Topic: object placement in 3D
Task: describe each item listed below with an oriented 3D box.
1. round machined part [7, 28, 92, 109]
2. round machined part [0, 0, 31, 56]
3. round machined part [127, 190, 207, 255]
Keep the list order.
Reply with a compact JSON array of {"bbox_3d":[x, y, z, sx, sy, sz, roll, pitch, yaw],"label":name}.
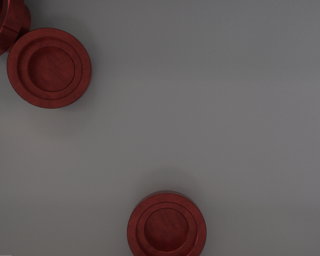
[{"bbox_3d":[-0.137,-0.074,0.396,0.099,0.042,0.097,-1,95,-10],"label":"round machined part"},{"bbox_3d":[-0.201,-0.134,0.387,0.098,0.042,0.097,-5,80,29],"label":"round machined part"},{"bbox_3d":[0.009,0.129,0.402,0.099,0.042,0.097,0,89,0],"label":"round machined part"}]
